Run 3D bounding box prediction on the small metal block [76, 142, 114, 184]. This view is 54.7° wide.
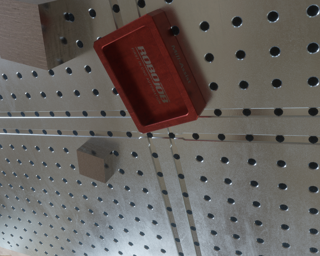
[{"bbox_3d":[-0.104,0.056,0.501,0.050,0.025,0.050,16,125,19],"label":"small metal block"}]

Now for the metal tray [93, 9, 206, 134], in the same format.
[{"bbox_3d":[-0.012,-0.062,0.375,0.090,0.030,0.130,-15,111,34],"label":"metal tray"}]

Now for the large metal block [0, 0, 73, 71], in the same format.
[{"bbox_3d":[-0.166,-0.129,0.403,0.080,0.050,0.079,16,125,19],"label":"large metal block"}]
